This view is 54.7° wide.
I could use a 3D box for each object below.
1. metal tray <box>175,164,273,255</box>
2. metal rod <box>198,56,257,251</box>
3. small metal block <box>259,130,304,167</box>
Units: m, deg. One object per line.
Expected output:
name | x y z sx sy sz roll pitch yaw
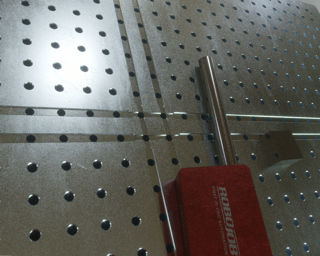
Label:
metal tray | 0.072 0.110 0.361 0.091 0.030 0.130 -2 61 -9
metal rod | 0.092 0.019 0.448 0.025 0.025 0.299 8 58 -25
small metal block | 0.194 0.032 0.496 0.050 0.025 0.050 -1 62 -29
